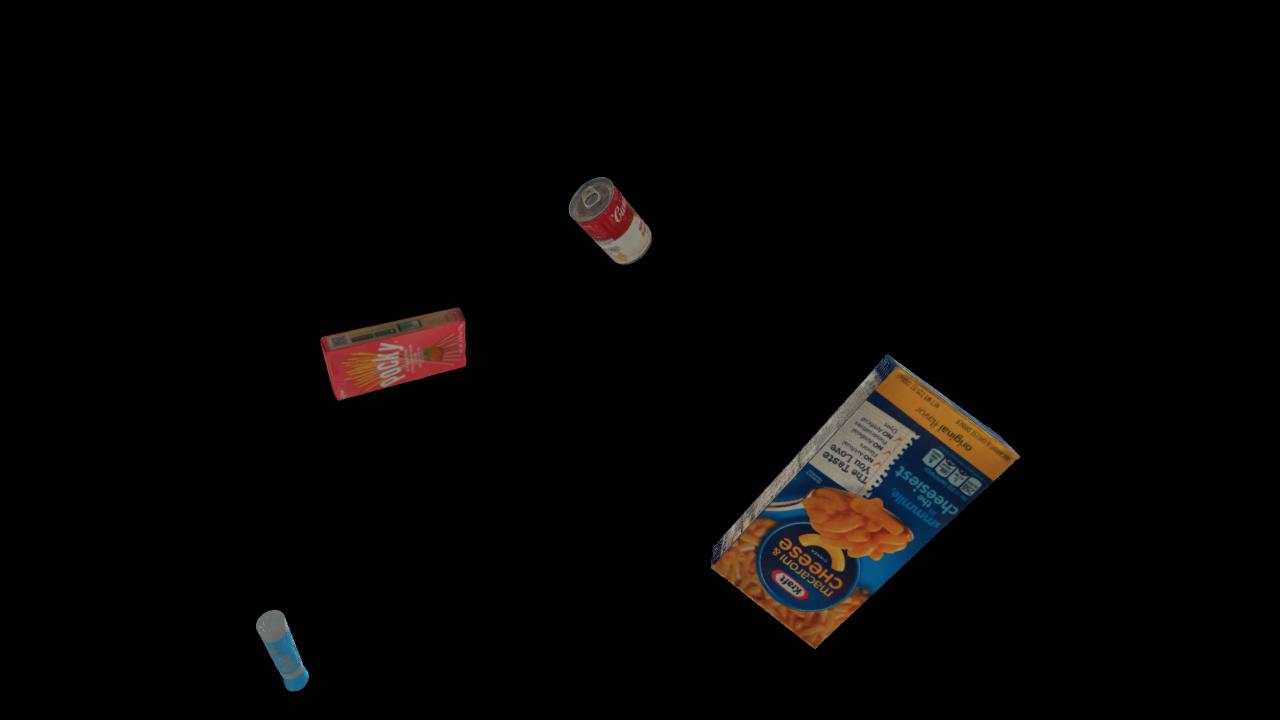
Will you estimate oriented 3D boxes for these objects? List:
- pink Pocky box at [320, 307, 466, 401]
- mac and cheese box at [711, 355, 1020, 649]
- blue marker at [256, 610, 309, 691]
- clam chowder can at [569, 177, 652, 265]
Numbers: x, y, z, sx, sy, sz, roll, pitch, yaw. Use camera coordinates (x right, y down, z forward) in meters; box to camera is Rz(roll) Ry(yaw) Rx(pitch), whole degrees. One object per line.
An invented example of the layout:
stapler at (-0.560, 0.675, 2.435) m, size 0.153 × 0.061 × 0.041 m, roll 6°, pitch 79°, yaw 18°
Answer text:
pink Pocky box at (-0.282, -0.008, 0.719) m, size 0.155 × 0.029 × 0.084 m, roll -17°, pitch -36°, yaw -28°
mac and cheese box at (0.139, 0.096, 0.405) m, size 0.093 × 0.184 × 0.041 m, roll 37°, pitch 17°, yaw 1°
blue marker at (-0.284, 0.236, 0.493) m, size 0.020 × 0.121 × 0.020 m, roll 8°, pitch 42°, yaw -8°
clam chowder can at (-0.036, -0.178, 0.801) m, size 0.068 × 0.068 × 0.102 m, roll 0°, pitch -26°, yaw 33°
